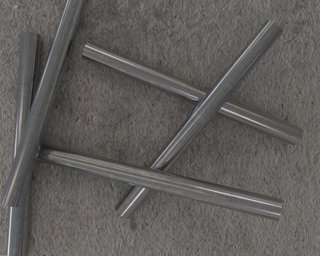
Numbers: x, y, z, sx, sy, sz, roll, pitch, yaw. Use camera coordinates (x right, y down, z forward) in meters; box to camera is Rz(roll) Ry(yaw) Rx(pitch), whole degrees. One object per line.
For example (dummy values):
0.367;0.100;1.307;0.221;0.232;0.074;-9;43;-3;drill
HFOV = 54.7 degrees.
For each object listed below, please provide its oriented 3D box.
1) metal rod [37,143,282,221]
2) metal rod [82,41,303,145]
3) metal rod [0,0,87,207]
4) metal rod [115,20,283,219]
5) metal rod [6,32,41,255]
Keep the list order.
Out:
-0.012;0.061;0.375;0.301;0.025;0.025;11;90;13;metal rod
0.042;-0.046;0.410;0.301;0.025;0.025;22;90;0;metal rod
-0.143;-0.050;0.394;0.025;0.025;0.299;16;84;0;metal rod
0.043;-0.005;0.389;0.025;0.025;0.299;39;98;0;metal rod
-0.180;0.026;0.408;0.025;0.025;0.298;4;90;0;metal rod
